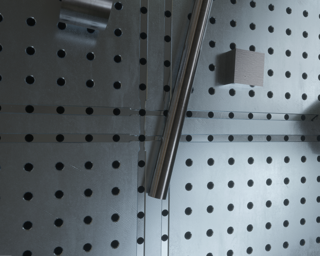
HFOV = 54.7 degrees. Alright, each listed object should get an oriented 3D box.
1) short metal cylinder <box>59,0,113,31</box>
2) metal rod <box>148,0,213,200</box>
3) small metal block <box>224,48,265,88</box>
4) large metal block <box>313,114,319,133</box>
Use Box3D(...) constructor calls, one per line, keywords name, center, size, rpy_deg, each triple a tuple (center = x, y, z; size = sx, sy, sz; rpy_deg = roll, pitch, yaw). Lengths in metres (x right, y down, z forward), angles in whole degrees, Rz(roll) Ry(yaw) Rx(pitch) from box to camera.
Box3D(name="short metal cylinder", center=(-0.084, -0.156, 0.353), size=(0.050, 0.080, 0.080), rpy_deg=(7, 88, -20))
Box3D(name="metal rod", center=(0.031, -0.053, 0.425), size=(0.025, 0.025, 0.298), rpy_deg=(15, 85, -20))
Box3D(name="small metal block", center=(0.126, -0.087, 0.461), size=(0.050, 0.025, 0.050), rpy_deg=(4, 89, -20))
Box3D(name="large metal block", center=(0.320, -0.003, 0.520), size=(0.080, 0.050, 0.080), rpy_deg=(-36, 102, -17))
